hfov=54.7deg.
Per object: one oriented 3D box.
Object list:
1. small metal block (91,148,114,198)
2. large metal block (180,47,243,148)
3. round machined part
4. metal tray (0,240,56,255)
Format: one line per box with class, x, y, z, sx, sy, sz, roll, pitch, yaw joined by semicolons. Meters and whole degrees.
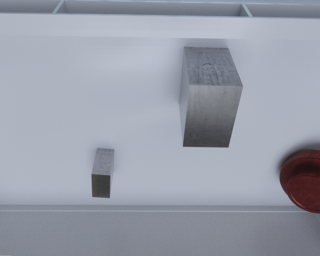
small metal block;-0.082;0.065;0.447;0.025;0.050;0.050;5;130;-5
large metal block;0.051;-0.035;0.344;0.050;0.080;0.079;1;130;-1
round machined part;0.221;0.083;0.442;0.098;0.042;0.097;20;131;25
metal tray;-0.287;0.272;0.635;0.131;0.030;0.089;12;129;-11
